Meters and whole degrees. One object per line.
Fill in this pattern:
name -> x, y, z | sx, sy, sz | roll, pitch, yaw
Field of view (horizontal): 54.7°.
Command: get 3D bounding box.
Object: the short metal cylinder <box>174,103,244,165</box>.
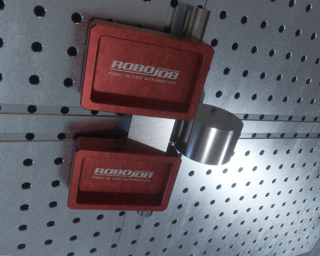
short metal cylinder -> 0.063, 0.006, 0.410 | 0.081, 0.080, 0.050 | 0, 119, -29

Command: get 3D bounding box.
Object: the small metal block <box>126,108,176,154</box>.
small metal block -> -0.010, -0.001, 0.386 | 0.050, 0.025, 0.050 | 15, 114, -1

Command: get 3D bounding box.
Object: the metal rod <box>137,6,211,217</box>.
metal rod -> 0.011, -0.004, 0.410 | 0.025, 0.025, 0.298 | 0, 118, -29

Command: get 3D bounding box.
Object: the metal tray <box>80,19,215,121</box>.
metal tray -> -0.016, -0.060, 0.340 | 0.131, 0.030, 0.089 | 6, 116, -18

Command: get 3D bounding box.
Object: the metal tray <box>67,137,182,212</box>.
metal tray -> -0.047, 0.062, 0.399 | 0.131, 0.030, 0.089 | 6, 116, -18
